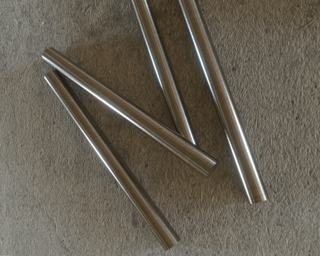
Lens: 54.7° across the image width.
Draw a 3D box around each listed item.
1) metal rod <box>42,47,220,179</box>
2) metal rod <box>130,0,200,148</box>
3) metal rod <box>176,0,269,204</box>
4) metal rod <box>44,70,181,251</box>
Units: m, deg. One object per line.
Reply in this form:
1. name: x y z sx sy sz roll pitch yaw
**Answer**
1. metal rod: -0.053 -0.031 0.411 0.300 0.025 0.025 35 101 22
2. metal rod: -0.007 -0.112 0.411 0.025 0.025 0.299 -20 83 19
3. metal rod: 0.070 -0.055 0.383 0.025 0.025 0.299 -20 83 19
4. metal rod: -0.073 0.037 0.434 0.025 0.025 0.300 -41 77 15
